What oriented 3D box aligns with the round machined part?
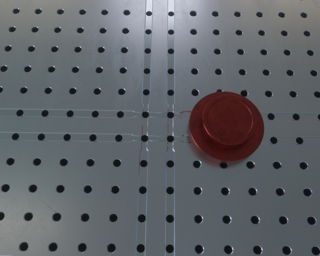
[{"bbox_3d":[0.087,-0.005,0.405,0.099,0.042,0.098,0,70,0],"label":"round machined part"}]
